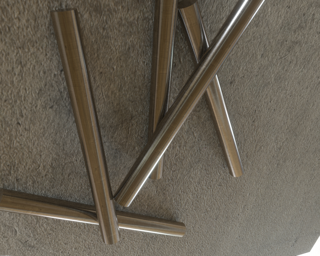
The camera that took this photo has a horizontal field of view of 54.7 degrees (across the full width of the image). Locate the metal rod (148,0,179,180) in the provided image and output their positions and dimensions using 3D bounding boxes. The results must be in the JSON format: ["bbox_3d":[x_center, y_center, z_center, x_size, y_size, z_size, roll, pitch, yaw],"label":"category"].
[{"bbox_3d":[0.002,-0.063,0.370,0.025,0.025,0.298,-10,123,-23],"label":"metal rod"}]

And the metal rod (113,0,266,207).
[{"bbox_3d":[0.029,-0.028,0.372,0.025,0.025,0.299,23,106,-37],"label":"metal rod"}]

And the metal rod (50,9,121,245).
[{"bbox_3d":[-0.079,0.021,0.359,0.025,0.025,0.298,-16,120,-20],"label":"metal rod"}]

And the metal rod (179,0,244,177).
[{"bbox_3d":[0.079,-0.032,0.432,0.025,0.025,0.299,-32,129,-8],"label":"metal rod"}]

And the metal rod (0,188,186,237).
[{"bbox_3d":[-0.075,0.129,0.446,0.302,0.025,0.025,23,106,-37],"label":"metal rod"}]
